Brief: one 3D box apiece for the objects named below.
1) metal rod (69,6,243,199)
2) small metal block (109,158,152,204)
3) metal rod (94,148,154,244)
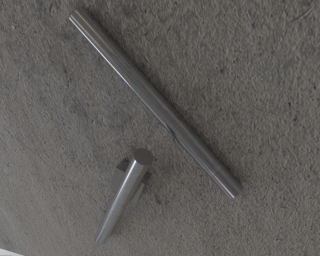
[{"bbox_3d":[-0.001,-0.027,0.390,0.300,0.025,0.025,48,129,-6],"label":"metal rod"},{"bbox_3d":[-0.046,0.083,0.482,0.050,0.025,0.050,29,128,10],"label":"small metal block"},{"bbox_3d":[-0.067,0.124,0.489,0.025,0.025,0.298,34,138,6],"label":"metal rod"}]
